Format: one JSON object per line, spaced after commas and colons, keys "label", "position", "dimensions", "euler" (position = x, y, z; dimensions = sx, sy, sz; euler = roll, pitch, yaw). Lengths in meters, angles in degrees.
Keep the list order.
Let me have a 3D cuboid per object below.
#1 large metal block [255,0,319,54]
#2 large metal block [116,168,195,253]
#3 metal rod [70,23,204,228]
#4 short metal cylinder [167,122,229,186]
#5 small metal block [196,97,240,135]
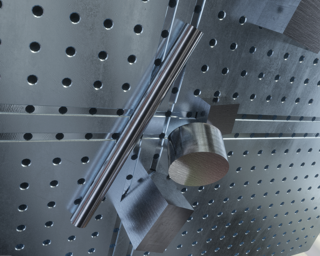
{"label": "large metal block", "position": [0.187, -0.154, 0.405], "dimensions": [0.081, 0.050, 0.079], "euler": [12, 112, -34]}
{"label": "large metal block", "position": [-0.010, 0.117, 0.445], "dimensions": [0.050, 0.080, 0.080], "euler": [24, 105, -37]}
{"label": "metal rod", "position": [-0.036, 0.007, 0.396], "dimensions": [0.025, 0.025, 0.299], "euler": [22, 107, -37]}
{"label": "short metal cylinder", "position": [0.051, 0.038, 0.428], "dimensions": [0.081, 0.050, 0.080], "euler": [-2, 138, -1]}
{"label": "small metal block", "position": [0.082, -0.017, 0.448], "dimensions": [0.050, 0.025, 0.050], "euler": [-6, 121, -26]}
